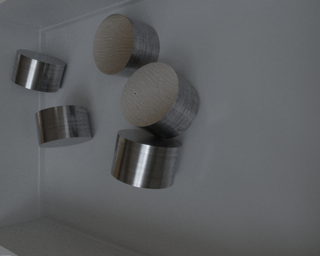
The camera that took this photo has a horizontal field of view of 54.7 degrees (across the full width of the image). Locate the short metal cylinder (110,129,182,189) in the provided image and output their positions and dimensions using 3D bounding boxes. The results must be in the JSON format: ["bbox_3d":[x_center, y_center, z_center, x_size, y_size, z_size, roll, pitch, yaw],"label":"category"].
[{"bbox_3d":[-0.017,0.036,0.383,0.080,0.081,0.050,19,103,38],"label":"short metal cylinder"}]

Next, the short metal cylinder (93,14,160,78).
[{"bbox_3d":[-0.047,-0.110,0.427,0.080,0.050,0.079,0,90,39],"label":"short metal cylinder"}]

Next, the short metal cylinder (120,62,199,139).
[{"bbox_3d":[0.000,-0.032,0.374,0.080,0.050,0.080,-13,65,30],"label":"short metal cylinder"}]

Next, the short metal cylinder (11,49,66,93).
[{"bbox_3d":[-0.213,-0.100,0.543,0.080,0.081,0.050,32,110,35],"label":"short metal cylinder"}]

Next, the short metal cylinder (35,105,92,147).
[{"bbox_3d":[-0.154,-0.001,0.495,0.080,0.081,0.050,-18,79,38],"label":"short metal cylinder"}]
